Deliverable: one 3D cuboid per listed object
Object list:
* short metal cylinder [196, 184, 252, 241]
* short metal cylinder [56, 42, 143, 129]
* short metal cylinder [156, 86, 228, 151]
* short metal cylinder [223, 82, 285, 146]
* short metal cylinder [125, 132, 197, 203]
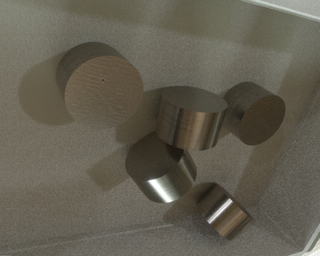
[{"bbox_3d":[0.107,0.139,0.517,0.050,0.080,0.080,-46,129,4],"label":"short metal cylinder"},{"bbox_3d":[-0.064,-0.045,0.329,0.081,0.050,0.079,-14,124,-21],"label":"short metal cylinder"},{"bbox_3d":[0.038,-0.014,0.385,0.081,0.080,0.050,-4,121,-26],"label":"short metal cylinder"},{"bbox_3d":[0.133,-0.021,0.452,0.081,0.050,0.079,-14,124,-21],"label":"short metal cylinder"},{"bbox_3d":[0.002,0.050,0.405,0.080,0.080,0.050,-34,129,-6],"label":"short metal cylinder"}]
